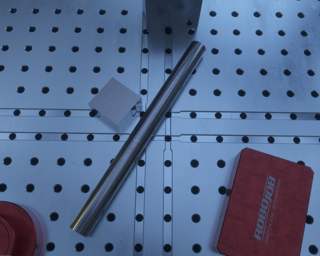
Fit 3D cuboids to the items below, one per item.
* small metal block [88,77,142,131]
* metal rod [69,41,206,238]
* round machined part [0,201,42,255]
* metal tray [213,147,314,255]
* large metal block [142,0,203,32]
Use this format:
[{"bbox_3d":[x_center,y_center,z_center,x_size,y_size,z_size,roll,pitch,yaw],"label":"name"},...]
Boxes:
[{"bbox_3d":[-0.060,-0.033,0.423,0.050,0.025,0.050,35,73,11],"label":"small metal block"},{"bbox_3d":[-0.020,0.002,0.410,0.025,0.025,0.300,29,72,10],"label":"metal rod"},{"bbox_3d":[-0.191,0.133,0.352,0.099,0.042,0.098,0,70,-1],"label":"round machined part"},{"bbox_3d":[0.126,0.098,0.375,0.090,0.030,0.130,18,71,6],"label":"metal tray"},{"bbox_3d":[0.016,-0.190,0.452,0.081,0.080,0.050,-8,71,-3],"label":"large metal block"}]
